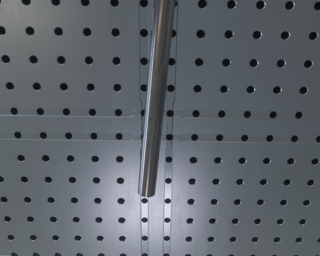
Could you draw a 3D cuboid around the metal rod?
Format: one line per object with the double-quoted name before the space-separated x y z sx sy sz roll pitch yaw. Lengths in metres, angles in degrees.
"metal rod" -0.005 -0.046 0.396 0.025 0.025 0.298 5 110 -2
